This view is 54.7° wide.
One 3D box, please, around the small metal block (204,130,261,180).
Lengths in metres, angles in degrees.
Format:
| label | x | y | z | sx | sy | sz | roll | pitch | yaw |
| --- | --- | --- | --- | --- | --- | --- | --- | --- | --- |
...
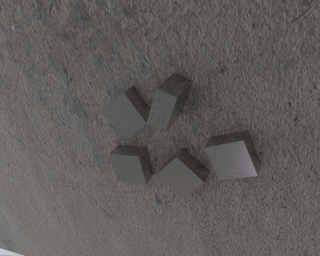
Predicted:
| label | x | y | z | sx | sy | sz | roll | pitch | yaw |
| --- | --- | --- | --- | --- | --- | --- | --- | --- | --- |
| small metal block | 0.090 | 0.034 | 0.381 | 0.050 | 0.025 | 0.050 | -14 | 111 | 34 |

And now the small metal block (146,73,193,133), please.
| label | x | y | z | sx | sy | sz | roll | pitch | yaw |
| --- | --- | --- | --- | --- | --- | --- | --- | --- | --- |
| small metal block | 0.012 | -0.031 | 0.366 | 0.025 | 0.050 | 0.050 | 27 | 128 | 11 |

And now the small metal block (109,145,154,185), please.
| label | x | y | z | sx | sy | sz | roll | pitch | yaw |
| --- | --- | --- | --- | --- | --- | --- | --- | --- | --- |
| small metal block | -0.042 | 0.055 | 0.463 | 0.050 | 0.025 | 0.050 | 2 | 120 | 27 |

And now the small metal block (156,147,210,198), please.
| label | x | y | z | sx | sy | sz | roll | pitch | yaw |
| --- | --- | --- | --- | --- | --- | --- | --- | --- | --- |
| small metal block | 0.032 | 0.062 | 0.429 | 0.050 | 0.025 | 0.050 | 43 | 129 | -2 |

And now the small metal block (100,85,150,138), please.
| label | x | y | z | sx | sy | sz | roll | pitch | yaw |
| --- | --- | --- | --- | --- | --- | --- | --- | --- | --- |
| small metal block | -0.043 | -0.021 | 0.417 | 0.050 | 0.025 | 0.050 | -29 | 103 | 37 |
